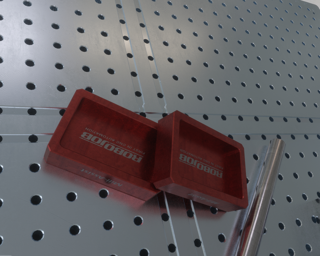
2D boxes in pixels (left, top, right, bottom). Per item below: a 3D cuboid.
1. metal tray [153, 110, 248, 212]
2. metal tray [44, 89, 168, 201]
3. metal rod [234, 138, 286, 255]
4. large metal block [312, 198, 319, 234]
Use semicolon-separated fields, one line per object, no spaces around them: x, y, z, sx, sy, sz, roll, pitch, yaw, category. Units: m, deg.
0.054;0.044;0.382;0.131;0.030;0.090;25;54;-32;metal tray
-0.054;0.019;0.363;0.131;0.030;0.090;25;53;-13;metal tray
0.122;0.123;0.398;0.025;0.025;0.301;37;51;-4;metal rod
0.283;0.145;0.456;0.081;0.050;0.080;16;55;-19;large metal block
